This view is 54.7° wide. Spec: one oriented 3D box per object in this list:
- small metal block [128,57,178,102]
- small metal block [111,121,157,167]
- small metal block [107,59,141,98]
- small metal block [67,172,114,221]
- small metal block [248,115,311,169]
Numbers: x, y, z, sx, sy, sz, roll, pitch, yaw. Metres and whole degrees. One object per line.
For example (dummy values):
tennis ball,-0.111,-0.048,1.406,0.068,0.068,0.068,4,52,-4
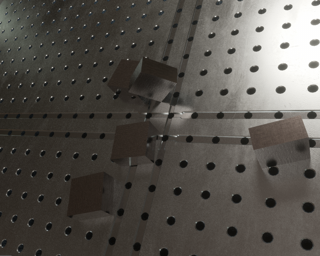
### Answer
small metal block,-0.010,-0.065,0.423,0.050,0.050,0.025,134,146,-54
small metal block,-0.034,0.021,0.411,0.050,0.025,0.050,-8,58,23
small metal block,-0.045,-0.077,0.477,0.050,0.025,0.050,13,68,33
small metal block,-0.088,0.088,0.399,0.050,0.025,0.050,-15,56,19
small metal block,0.123,0.016,0.317,0.050,0.050,0.025,-16,56,19
